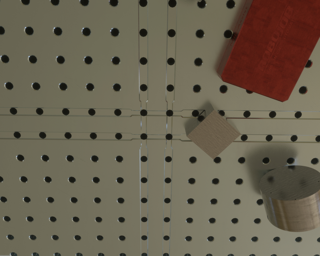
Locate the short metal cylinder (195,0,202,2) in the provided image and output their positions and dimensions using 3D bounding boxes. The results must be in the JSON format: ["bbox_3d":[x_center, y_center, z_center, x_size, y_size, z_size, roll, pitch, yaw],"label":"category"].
[{"bbox_3d":[0.034,-0.179,0.318,0.050,0.080,0.079,20,109,-7],"label":"short metal cylinder"}]

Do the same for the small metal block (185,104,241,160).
[{"bbox_3d":[0.070,0.005,0.416,0.050,0.025,0.050,41,105,-14],"label":"small metal block"}]

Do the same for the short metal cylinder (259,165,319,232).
[{"bbox_3d":[0.181,0.093,0.420,0.080,0.080,0.050,-17,109,6],"label":"short metal cylinder"}]

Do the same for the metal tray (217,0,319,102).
[{"bbox_3d":[0.136,-0.106,0.373,0.091,0.030,0.129,18,109,-7],"label":"metal tray"}]
